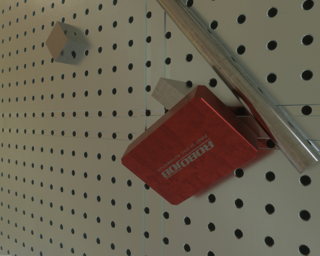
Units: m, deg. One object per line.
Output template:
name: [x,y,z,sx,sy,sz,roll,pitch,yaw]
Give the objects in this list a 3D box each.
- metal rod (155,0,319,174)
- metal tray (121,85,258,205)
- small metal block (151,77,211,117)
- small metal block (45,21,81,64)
metal rod: [0.067,-0.078,0.352,0.025,0.025,0.299,-48,62,29]
metal tray: [0.030,0.025,0.347,0.090,0.030,0.129,42,123,-12]
small metal block: [0.027,-0.035,0.369,0.050,0.050,0.025,42,115,32]
small metal block: [-0.173,-0.151,0.549,0.050,0.025,0.050,-47,62,29]
